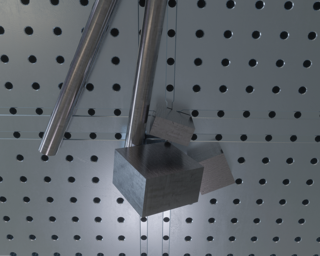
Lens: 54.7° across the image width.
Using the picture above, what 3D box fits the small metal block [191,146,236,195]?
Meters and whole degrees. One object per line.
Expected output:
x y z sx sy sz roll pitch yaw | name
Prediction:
0.072 0.060 0.436 0.050 0.025 0.050 -22 109 7 | small metal block

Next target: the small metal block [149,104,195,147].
0.015 -0.004 0.399 0.050 0.050 0.025 18 109 -7 | small metal block

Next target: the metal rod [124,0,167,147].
-0.018 -0.071 0.387 0.025 0.025 0.298 9 110 -4 | metal rod

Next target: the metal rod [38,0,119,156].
-0.088 -0.095 0.377 0.025 0.025 0.298 24 108 -9 | metal rod

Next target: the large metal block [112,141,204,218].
-0.005 0.060 0.390 0.081 0.080 0.050 -6 114 -32 | large metal block
